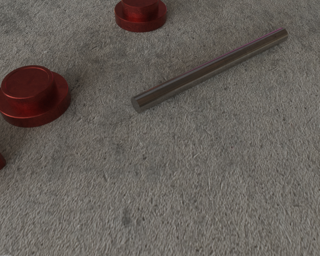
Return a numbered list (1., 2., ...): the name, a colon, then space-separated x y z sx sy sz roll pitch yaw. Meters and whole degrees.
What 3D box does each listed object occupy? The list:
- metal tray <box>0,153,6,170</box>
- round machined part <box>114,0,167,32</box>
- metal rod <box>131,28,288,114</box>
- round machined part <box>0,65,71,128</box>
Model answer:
1. metal tray: -0.265 0.037 0.367 0.130 0.030 0.090 25 54 20
2. round machined part: -0.037 -0.225 0.581 0.099 0.042 0.098 0 50 0
3. metal rod: 0.090 -0.097 0.485 0.302 0.025 0.025 -28 56 -22
4. round machined part: -0.179 -0.051 0.434 0.099 0.042 0.098 0 50 0
